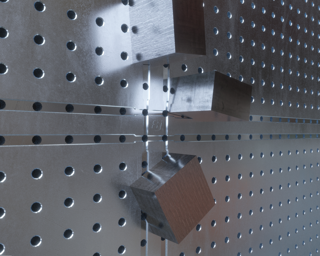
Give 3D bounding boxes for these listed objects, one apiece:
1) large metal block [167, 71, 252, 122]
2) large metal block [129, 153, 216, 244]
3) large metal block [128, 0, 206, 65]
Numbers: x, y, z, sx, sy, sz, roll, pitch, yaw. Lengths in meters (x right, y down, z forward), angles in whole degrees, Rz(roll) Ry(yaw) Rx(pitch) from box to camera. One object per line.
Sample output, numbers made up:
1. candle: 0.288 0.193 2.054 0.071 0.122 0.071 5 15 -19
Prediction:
1. large metal block: 0.069 -0.040 0.434 0.081 0.080 0.050 12 83 -40
2. large metal block: 0.019 0.090 0.411 0.081 0.050 0.080 -36 113 -34
3. large metal block: 0.007 -0.124 0.381 0.050 0.080 0.079 -7 95 -40
